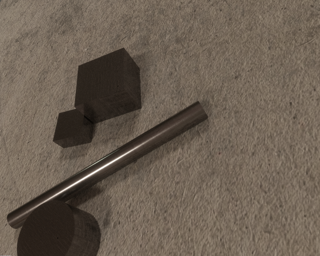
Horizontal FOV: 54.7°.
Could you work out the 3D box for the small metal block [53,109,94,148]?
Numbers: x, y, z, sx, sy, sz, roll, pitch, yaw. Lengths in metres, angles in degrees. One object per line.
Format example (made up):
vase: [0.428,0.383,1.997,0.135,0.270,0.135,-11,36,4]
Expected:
small metal block: [-0.130,-0.001,0.470,0.050,0.025,0.050,-12,57,21]

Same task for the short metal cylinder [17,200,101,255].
short metal cylinder: [-0.119,0.132,0.367,0.080,0.050,0.080,-13,56,20]

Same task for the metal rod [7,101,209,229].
metal rod: [-0.074,0.052,0.408,0.300,0.025,0.025,-31,52,8]

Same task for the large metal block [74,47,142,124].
large metal block: [-0.076,-0.062,0.464,0.080,0.050,0.080,-17,55,18]
